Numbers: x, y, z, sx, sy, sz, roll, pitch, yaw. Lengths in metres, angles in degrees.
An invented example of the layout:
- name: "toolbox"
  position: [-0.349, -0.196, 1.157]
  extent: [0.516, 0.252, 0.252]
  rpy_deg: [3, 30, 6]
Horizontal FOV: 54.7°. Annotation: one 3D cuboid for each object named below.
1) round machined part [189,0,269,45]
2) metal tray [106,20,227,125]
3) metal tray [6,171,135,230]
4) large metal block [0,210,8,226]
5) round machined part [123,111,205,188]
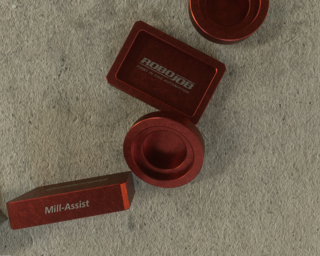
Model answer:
- name: "round machined part"
  position: [0.086, -0.157, 0.403]
  extent: [0.099, 0.042, 0.097]
  rpy_deg: [0, 90, -1]
- name: "metal tray"
  position: [0.008, -0.070, 0.407]
  extent: [0.130, 0.030, 0.090]
  rpy_deg: [28, 90, -1]
- name: "metal tray"
  position: [-0.100, 0.084, 0.376]
  extent: [0.131, 0.090, 0.030]
  rpy_deg: [-10, 90, -1]
- name: "large metal block"
  position: [-0.252, 0.132, 0.379]
  extent: [0.080, 0.080, 0.050]
  rpy_deg: [-42, 91, 0]
- name: "round machined part"
  position: [0.007, 0.023, 0.388]
  extent: [0.098, 0.042, 0.097]
  rpy_deg: [5, 116, 11]
